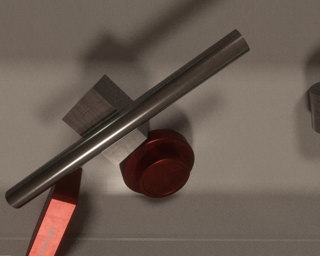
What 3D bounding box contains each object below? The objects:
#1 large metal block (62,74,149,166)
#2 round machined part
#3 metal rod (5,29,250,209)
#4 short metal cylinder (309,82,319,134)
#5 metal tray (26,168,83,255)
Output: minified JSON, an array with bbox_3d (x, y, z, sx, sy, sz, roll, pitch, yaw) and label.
[{"bbox_3d":[-0.060,-0.013,0.376,0.050,0.080,0.080,-43,105,14],"label":"large metal block"},{"bbox_3d":[0.000,0.053,0.403,0.099,0.042,0.097,-11,128,-14],"label":"round machined part"},{"bbox_3d":[-0.043,-0.002,0.324,0.300,0.025,0.025,-34,107,11],"label":"metal rod"},{"bbox_3d":[0.227,-0.027,0.375,0.080,0.080,0.050,-13,110,4],"label":"short metal cylinder"},{"bbox_3d":[-0.143,0.122,0.413,0.030,0.090,0.129,21,105,-17],"label":"metal tray"}]
